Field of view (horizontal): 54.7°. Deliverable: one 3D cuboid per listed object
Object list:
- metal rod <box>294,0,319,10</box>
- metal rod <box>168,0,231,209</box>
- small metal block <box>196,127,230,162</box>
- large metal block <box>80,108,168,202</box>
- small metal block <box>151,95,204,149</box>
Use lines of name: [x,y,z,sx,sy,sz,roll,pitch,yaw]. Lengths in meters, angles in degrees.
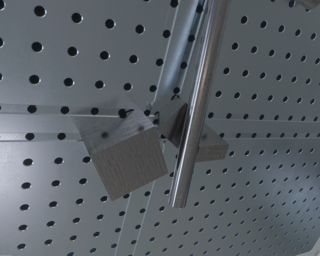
metal rod: [0.084,-0.200,0.333,0.302,0.025,0.025,13,112,-34]
metal rod: [0.049,-0.036,0.386,0.025,0.025,0.298,1,109,-29]
small metal block: [0.061,0.023,0.443,0.050,0.050,0.025,-3,120,-28]
large metal block: [-0.044,0.033,0.392,0.080,0.050,0.080,-25,128,-13]
small metal block: [0.024,-0.008,0.420,0.050,0.025,0.050,-44,129,2]
